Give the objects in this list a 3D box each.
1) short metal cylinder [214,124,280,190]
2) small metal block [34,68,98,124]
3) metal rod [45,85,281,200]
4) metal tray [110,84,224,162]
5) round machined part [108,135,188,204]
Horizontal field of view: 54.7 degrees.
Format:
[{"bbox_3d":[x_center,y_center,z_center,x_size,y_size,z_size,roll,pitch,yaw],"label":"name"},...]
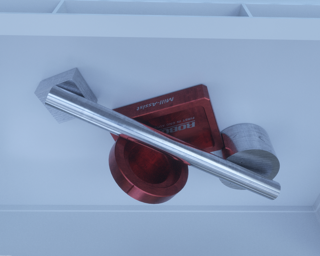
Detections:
[{"bbox_3d":[0.117,0.040,0.427,0.081,0.050,0.079,0,130,0],"label":"short metal cylinder"},{"bbox_3d":[-0.111,-0.038,0.373,0.050,0.025,0.050,-17,128,13],"label":"small metal block"},{"bbox_3d":[0.014,0.023,0.373,0.302,0.025,0.025,24,126,-12],"label":"metal rod"},{"bbox_3d":[0.009,0.003,0.406,0.130,0.030,0.090,-15,129,12],"label":"metal tray"},{"bbox_3d":[-0.017,0.049,0.384,0.099,0.098,0.042,22,134,-18],"label":"round machined part"}]
